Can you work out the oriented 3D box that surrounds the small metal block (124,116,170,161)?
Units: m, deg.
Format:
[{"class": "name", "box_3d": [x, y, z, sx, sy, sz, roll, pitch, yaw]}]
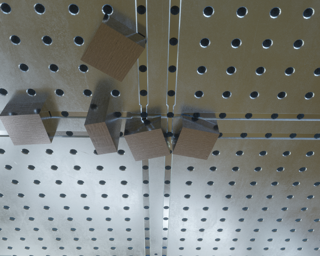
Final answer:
[{"class": "small metal block", "box_3d": [-0.016, 0.016, 0.425, 0.050, 0.025, 0.050, -12, 129, 9]}]

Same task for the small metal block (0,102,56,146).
[{"class": "small metal block", "box_3d": [-0.171, -0.005, 0.406, 0.050, 0.025, 0.050, -3, 130, 2]}]

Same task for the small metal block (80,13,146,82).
[{"class": "small metal block", "box_3d": [-0.050, -0.086, 0.338, 0.050, 0.025, 0.050, 27, 125, -21]}]

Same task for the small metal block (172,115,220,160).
[{"class": "small metal block", "box_3d": [0.047, 0.014, 0.424, 0.050, 0.025, 0.050, 11, 129, -9]}]

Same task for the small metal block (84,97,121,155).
[{"class": "small metal block", "box_3d": [-0.071, -0.003, 0.392, 0.025, 0.050, 0.050, -9, 130, 7]}]
